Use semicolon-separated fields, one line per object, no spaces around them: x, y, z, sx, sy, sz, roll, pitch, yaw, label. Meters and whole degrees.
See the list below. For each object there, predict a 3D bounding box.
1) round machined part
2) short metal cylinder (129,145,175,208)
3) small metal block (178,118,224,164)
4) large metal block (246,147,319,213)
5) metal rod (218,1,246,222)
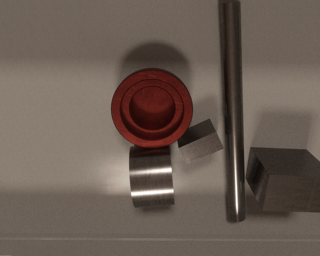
-0.009;-0.027;0.391;0.099;0.042;0.097;0;107;0;round machined part
-0.009;0.062;0.405;0.050;0.080;0.079;-5;110;1;short metal cylinder
0.051;0.016;0.405;0.050;0.050;0.025;-25;109;8;small metal block
0.167;0.066;0.409;0.081;0.080;0.050;2;110;-1;large metal block
0.098;-0.006;0.410;0.025;0.025;0.298;-6;110;2;metal rod
